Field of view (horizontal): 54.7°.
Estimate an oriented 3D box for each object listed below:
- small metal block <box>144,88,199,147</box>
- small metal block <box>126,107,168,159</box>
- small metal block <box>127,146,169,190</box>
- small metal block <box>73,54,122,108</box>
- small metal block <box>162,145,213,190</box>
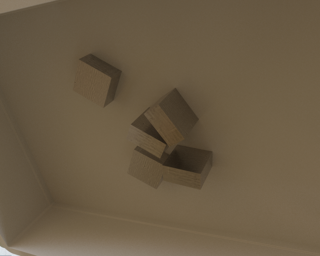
[{"bbox_3d":[0.015,-0.014,0.376,0.025,0.050,0.050,-31,102,38],"label":"small metal block"},{"bbox_3d":[-0.007,0.005,0.399,0.050,0.050,0.025,29,128,9],"label":"small metal block"},{"bbox_3d":[-0.015,0.054,0.450,0.050,0.025,0.050,27,128,11],"label":"small metal block"},{"bbox_3d":[-0.084,-0.063,0.414,0.050,0.025,0.050,30,128,8],"label":"small metal block"},{"bbox_3d":[0.037,0.049,0.404,0.050,0.050,0.025,10,123,23],"label":"small metal block"}]
